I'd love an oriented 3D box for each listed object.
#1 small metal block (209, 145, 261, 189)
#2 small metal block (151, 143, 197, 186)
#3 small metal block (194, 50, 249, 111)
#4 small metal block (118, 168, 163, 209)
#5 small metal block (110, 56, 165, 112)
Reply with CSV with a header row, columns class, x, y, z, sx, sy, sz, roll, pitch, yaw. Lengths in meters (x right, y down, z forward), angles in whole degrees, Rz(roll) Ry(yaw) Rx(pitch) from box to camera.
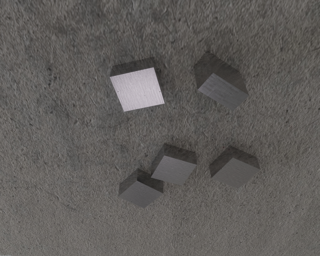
class,x,y,z,sx,sy,sz,roll,pitch,yaw
small metal block,0.110,0.059,0.458,0.050,0.025,0.050,24,126,-19
small metal block,0.019,0.054,0.453,0.050,0.025,0.050,17,128,-15
small metal block,0.067,-0.053,0.346,0.050,0.050,0.025,27,125,-21
small metal block,-0.030,0.096,0.489,0.050,0.025,0.050,31,123,-24
small metal block,-0.025,-0.051,0.364,0.050,0.025,0.050,-11,130,9
